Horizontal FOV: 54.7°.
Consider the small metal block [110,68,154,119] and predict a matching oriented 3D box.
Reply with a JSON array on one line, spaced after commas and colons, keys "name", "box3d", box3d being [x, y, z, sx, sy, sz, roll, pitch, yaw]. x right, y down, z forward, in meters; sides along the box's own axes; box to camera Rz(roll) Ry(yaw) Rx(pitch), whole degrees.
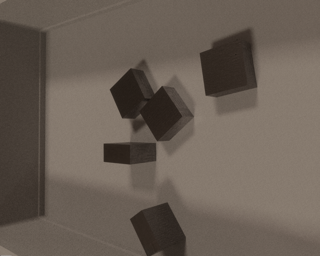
[{"name": "small metal block", "box3d": [-0.038, -0.047, 0.436, 0.050, 0.025, 0.050, -38, 67, 33]}]

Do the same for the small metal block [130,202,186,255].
[{"name": "small metal block", "box3d": [-0.002, 0.127, 0.391, 0.025, 0.050, 0.050, -44, 64, 31]}]

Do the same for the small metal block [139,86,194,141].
[{"name": "small metal block", "box3d": [0.008, -0.018, 0.399, 0.050, 0.025, 0.050, -46, 63, 30]}]

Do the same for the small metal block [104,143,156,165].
[{"name": "small metal block", "box3d": [-0.041, 0.033, 0.422, 0.050, 0.050, 0.025, 0, 90, 39]}]

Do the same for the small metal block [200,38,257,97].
[{"name": "small metal block", "box3d": [0.075, -0.065, 0.344, 0.050, 0.025, 0.050, -12, 83, 39]}]
